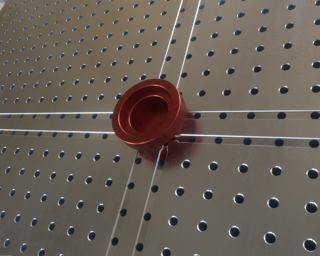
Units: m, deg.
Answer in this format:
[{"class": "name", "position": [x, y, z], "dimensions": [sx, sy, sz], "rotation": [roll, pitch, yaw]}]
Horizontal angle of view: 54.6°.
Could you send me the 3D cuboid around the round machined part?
[{"class": "round machined part", "position": [-0.011, -0.014, 0.412], "dimensions": [0.098, 0.042, 0.098], "rotation": [-13, 56, 21]}]
